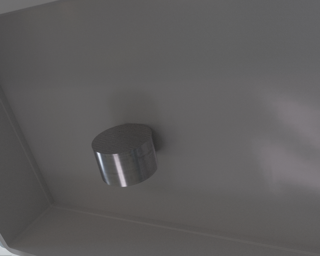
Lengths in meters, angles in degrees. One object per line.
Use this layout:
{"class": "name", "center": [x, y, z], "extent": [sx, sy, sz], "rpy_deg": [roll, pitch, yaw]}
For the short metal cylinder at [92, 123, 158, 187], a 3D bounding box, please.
{"class": "short metal cylinder", "center": [-0.046, 0.034, 0.419], "extent": [0.080, 0.080, 0.050], "rpy_deg": [4, 120, 26]}
